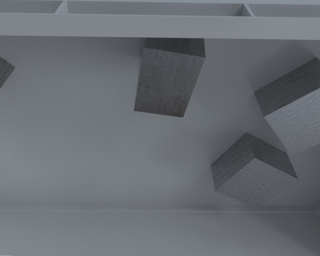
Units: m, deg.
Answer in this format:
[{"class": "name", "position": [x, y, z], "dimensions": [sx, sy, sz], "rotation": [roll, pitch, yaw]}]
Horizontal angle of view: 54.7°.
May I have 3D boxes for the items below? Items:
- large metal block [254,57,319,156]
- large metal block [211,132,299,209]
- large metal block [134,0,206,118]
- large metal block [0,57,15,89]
[{"class": "large metal block", "position": [0.174, -0.023, 0.374], "dimensions": [0.080, 0.050, 0.080], "rotation": [-31, 124, 23]}, {"class": "large metal block", "position": [0.133, 0.064, 0.448], "dimensions": [0.080, 0.050, 0.080], "rotation": [26, 126, -20]}, {"class": "large metal block", "position": [0.007, -0.069, 0.304], "dimensions": [0.050, 0.080, 0.080], "rotation": [8, 143, -7]}, {"class": "large metal block", "position": [-0.215, -0.055, 0.324], "dimensions": [0.050, 0.080, 0.080], "rotation": [-34, 123, 25]}]
